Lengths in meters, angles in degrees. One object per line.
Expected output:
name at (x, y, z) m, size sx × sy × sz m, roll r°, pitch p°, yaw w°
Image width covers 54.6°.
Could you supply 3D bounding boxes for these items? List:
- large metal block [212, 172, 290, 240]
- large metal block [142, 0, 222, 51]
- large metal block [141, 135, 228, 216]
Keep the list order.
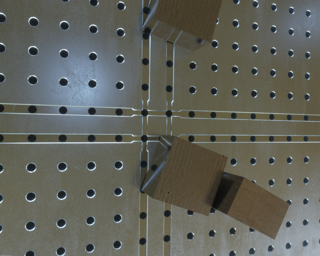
large metal block at (0.111, 0.101, 0.424) m, size 0.080 × 0.080 × 0.050 m, roll 31°, pitch 80°, yaw -18°
large metal block at (0.031, -0.158, 0.410) m, size 0.080 × 0.050 × 0.080 m, roll 17°, pitch 84°, yaw -19°
large metal block at (0.032, 0.061, 0.411) m, size 0.080 × 0.050 × 0.080 m, roll 23°, pitch 83°, yaw -19°
